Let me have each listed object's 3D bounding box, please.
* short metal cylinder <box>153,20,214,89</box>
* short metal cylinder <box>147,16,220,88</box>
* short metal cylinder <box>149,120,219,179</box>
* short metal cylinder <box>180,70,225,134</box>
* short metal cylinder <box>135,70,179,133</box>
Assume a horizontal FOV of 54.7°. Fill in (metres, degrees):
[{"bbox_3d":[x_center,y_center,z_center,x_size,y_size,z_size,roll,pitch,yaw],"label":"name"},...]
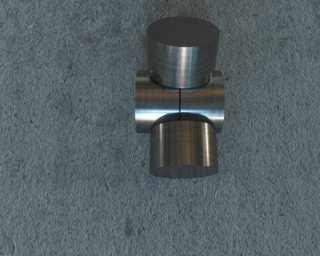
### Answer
[{"bbox_3d":[0.031,-0.102,0.435,0.081,0.050,0.080,0,70,0],"label":"short metal cylinder"},{"bbox_3d":[0.026,-0.089,0.359,0.081,0.050,0.080,1,41,0],"label":"short metal cylinder"},{"bbox_3d":[0.028,0.029,0.370,0.081,0.080,0.050,0,70,0],"label":"short metal cylinder"},{"bbox_3d":[0.049,-0.033,0.392,0.050,0.080,0.080,0,70,0],"label":"short metal cylinder"},{"bbox_3d":[-0.003,-0.033,0.393,0.050,0.080,0.080,1,70,0],"label":"short metal cylinder"}]
